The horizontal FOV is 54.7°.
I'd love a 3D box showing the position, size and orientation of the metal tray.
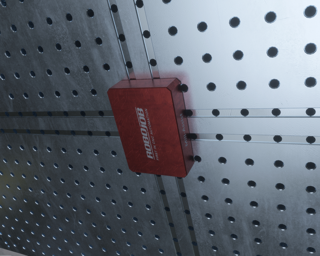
[{"bbox_3d":[-0.010,0.001,0.412,0.090,0.030,0.129,2,120,27],"label":"metal tray"}]
